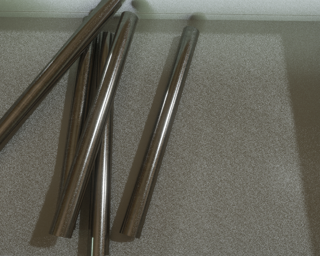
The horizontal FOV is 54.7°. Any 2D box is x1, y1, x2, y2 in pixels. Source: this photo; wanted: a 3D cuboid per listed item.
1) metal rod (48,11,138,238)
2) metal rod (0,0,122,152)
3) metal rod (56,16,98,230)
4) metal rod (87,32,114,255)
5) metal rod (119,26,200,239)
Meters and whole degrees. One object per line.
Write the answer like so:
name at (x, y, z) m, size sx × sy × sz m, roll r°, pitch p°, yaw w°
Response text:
metal rod at (-0.076, -0.019, 0.388) m, size 0.025 × 0.025 × 0.299 m, roll 12°, pitch 71°, yaw 4°
metal rod at (-0.152, -0.063, 0.413) m, size 0.025 × 0.025 × 0.300 m, roll 34°, pitch 80°, yaw 11°
metal rod at (-0.108, -0.021, 0.416) m, size 0.025 × 0.025 × 0.299 m, roll 2°, pitch 70°, yaw 0°
metal rod at (-0.075, 0.006, 0.406) m, size 0.025 × 0.025 × 0.299 m, roll -1°, pitch 70°, yaw -1°
metal rod at (0.005, -0.009, 0.412) m, size 0.025 × 0.025 × 0.299 m, roll 15°, pitch 71°, yaw 5°
